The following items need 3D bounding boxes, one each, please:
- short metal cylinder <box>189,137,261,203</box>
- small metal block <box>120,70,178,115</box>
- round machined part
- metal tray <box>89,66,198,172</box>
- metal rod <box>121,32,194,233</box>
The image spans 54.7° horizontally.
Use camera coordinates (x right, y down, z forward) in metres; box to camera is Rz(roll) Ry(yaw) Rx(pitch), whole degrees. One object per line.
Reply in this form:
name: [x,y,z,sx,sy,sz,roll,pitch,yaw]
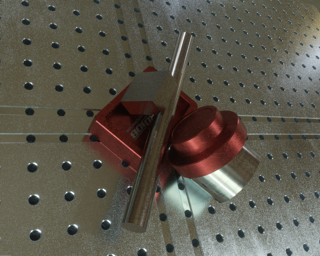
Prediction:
short metal cylinder: [0.078,0.046,0.387,0.050,0.080,0.080,40,51,-2]
small metal block: [-0.013,-0.044,0.385,0.025,0.050,0.050,54,51,-41]
round machined part: [0.049,0.010,0.370,0.042,0.098,0.098,52,48,-20]
metal tray: [-0.017,-0.015,0.406,0.090,0.030,0.131,40,51,-1]
metal rod: [0.007,-0.020,0.387,0.025,0.025,0.300,25,53,-13]
